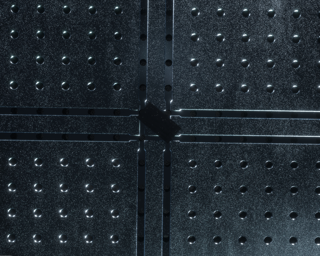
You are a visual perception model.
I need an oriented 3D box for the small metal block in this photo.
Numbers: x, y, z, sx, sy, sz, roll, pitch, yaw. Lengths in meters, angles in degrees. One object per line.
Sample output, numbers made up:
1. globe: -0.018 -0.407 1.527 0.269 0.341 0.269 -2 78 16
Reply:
1. small metal block: -0.001 -0.006 0.401 0.050 0.050 0.025 40 90 -1
